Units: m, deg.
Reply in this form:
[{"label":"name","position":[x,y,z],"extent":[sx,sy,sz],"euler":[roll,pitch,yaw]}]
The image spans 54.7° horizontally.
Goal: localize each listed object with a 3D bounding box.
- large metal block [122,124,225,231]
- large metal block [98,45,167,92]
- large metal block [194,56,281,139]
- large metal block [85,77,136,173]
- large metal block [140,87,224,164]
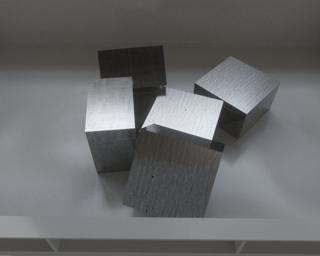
[{"label":"large metal block","position":[0.016,0.047,0.320],"extent":[0.080,0.079,0.050],"euler":[16,10,11]},{"label":"large metal block","position":[-0.037,-0.075,0.423],"extent":[0.081,0.080,0.050],"euler":[-6,92,-5]},{"label":"large metal block","position":[0.102,-0.044,0.425],"extent":[0.080,0.050,0.080],"euler":[36,58,26]},{"label":"large metal block","position":[-0.055,-0.003,0.370],"extent":[0.050,0.080,0.080],"euler":[-4,50,-4]},{"label":"large metal block","position":[0.028,0.001,0.388],"extent":[0.080,0.050,0.080],"euler":[15,52,12]}]
